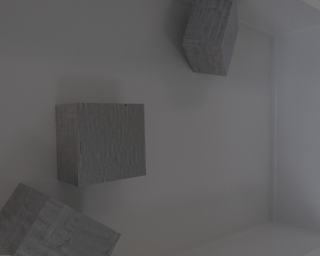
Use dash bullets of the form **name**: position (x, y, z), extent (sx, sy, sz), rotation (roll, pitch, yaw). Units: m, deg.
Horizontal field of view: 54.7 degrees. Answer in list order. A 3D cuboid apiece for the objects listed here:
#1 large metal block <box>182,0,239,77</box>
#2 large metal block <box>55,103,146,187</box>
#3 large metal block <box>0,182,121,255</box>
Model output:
- **large metal block**: position (0.073, -0.128, 0.429), extent (0.080, 0.050, 0.080), rotation (47, 57, -66)
- **large metal block**: position (-0.064, 0.014, 0.337), extent (0.081, 0.050, 0.079), rotation (-3, 92, -40)
- **large metal block**: position (-0.098, 0.097, 0.289), extent (0.080, 0.080, 0.050), rotation (42, 65, -32)
